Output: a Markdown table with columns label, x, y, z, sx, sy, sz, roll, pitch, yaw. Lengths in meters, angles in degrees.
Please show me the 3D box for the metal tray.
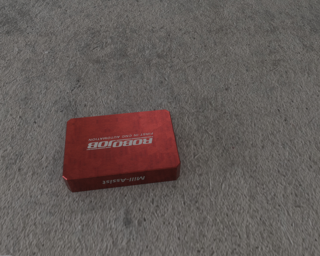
| label | x | y | z | sx | sy | sz | roll | pitch | yaw |
| --- | --- | --- | --- | --- | --- | --- | --- | --- | --- |
| metal tray | -0.047 | 0.025 | 0.379 | 0.131 | 0.030 | 0.090 | -6 | 50 | -5 |
